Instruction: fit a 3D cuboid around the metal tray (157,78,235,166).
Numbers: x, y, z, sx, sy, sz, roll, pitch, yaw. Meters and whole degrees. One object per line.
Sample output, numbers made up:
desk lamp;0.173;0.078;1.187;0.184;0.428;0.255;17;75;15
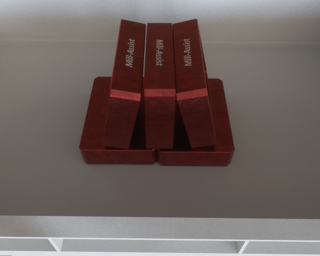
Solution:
metal tray;0.043;-0.012;0.410;0.091;0.030;0.130;1;50;0

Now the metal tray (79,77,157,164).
metal tray;-0.049;-0.014;0.410;0.091;0.030;0.130;1;50;0

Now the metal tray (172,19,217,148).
metal tray;0.040;-0.053;0.364;0.030;0.090;0.130;-9;49;11

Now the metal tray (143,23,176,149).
metal tray;0.000;-0.051;0.363;0.030;0.089;0.130;0;48;0

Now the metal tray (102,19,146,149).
metal tray;-0.041;-0.052;0.362;0.030;0.089;0.130;8;49;-10
